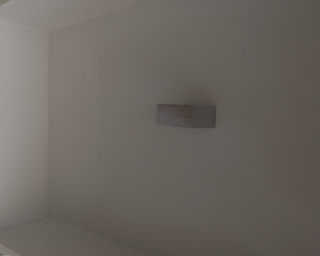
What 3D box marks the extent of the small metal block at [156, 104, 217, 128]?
[{"bbox_3d":[0.031,-0.014,0.366,0.050,0.050,0.025,5,94,40],"label":"small metal block"}]
